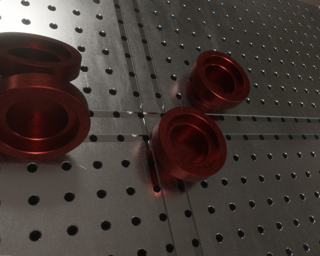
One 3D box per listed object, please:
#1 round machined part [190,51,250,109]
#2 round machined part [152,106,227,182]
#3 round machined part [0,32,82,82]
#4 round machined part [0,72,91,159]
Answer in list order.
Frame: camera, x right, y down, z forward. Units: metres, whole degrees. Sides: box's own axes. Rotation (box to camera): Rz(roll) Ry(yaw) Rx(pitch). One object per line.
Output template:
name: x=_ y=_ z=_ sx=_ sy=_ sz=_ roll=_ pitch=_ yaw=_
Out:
round machined part: x=0.090 y=-0.072 z=0.492 sx=0.099 sy=0.042 sz=0.098 roll=14 pitch=56 yaw=-21
round machined part: x=0.034 y=0.024 z=0.403 sx=0.099 sy=0.042 sz=0.098 roll=14 pitch=56 yaw=-21
round machined part: x=-0.141 y=-0.070 z=0.347 sx=0.099 sy=0.042 sz=0.098 roll=14 pitch=28 yaw=-8
round machined part: x=-0.122 y=-0.016 z=0.309 sx=0.099 sy=0.097 sz=0.042 roll=5 pitch=42 yaw=-26
